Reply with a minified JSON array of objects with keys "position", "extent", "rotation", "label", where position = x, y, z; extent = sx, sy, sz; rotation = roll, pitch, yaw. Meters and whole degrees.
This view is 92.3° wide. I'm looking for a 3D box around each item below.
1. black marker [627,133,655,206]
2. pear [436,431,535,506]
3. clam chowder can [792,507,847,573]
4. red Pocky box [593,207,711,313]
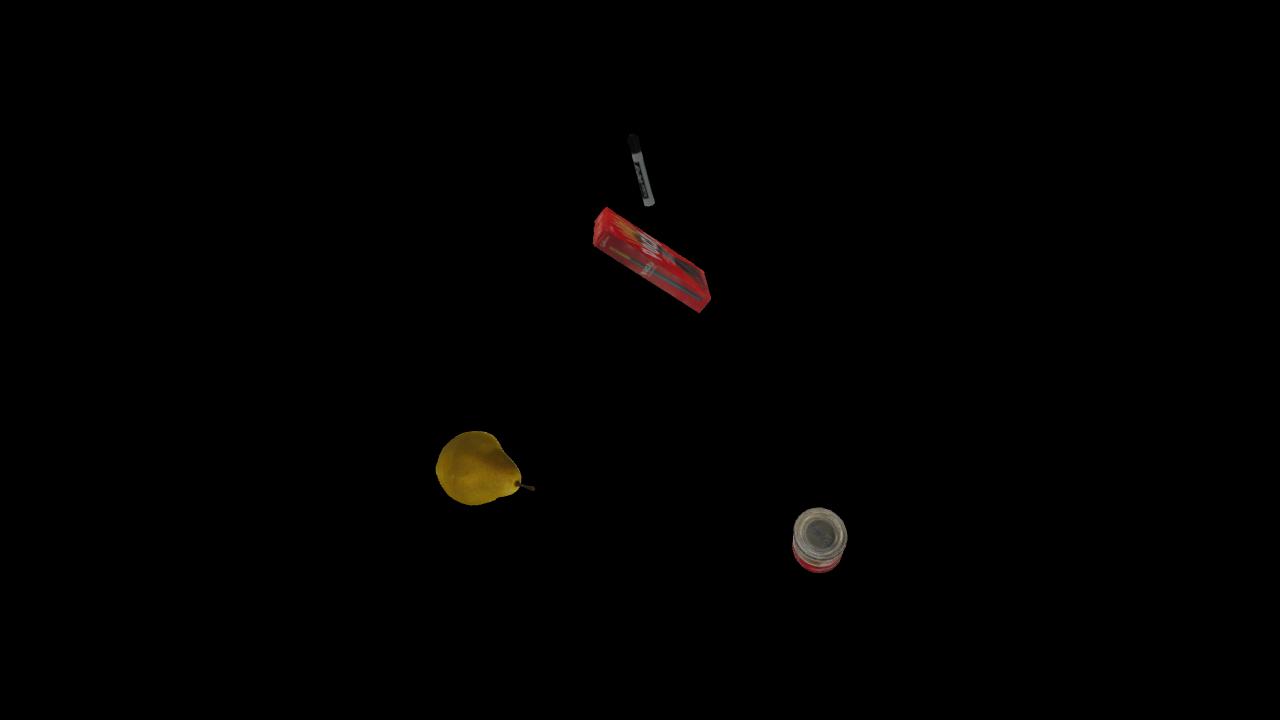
[{"position":[0.002,-0.305,0.988],"extent":[0.020,0.121,0.020],"rotation":[-10,41,9],"label":"black marker"},{"position":[-0.157,0.115,0.630],"extent":[0.111,0.080,0.080],"rotation":[2,2,41],"label":"pear"},{"position":[0.236,0.239,0.813],"extent":[0.068,0.068,0.102],"rotation":[0,-27,14],"label":"clam chowder can"},{"position":[0.015,-0.121,0.738],"extent":[0.155,0.028,0.083],"rotation":[30,27,-19],"label":"red Pocky box"}]
